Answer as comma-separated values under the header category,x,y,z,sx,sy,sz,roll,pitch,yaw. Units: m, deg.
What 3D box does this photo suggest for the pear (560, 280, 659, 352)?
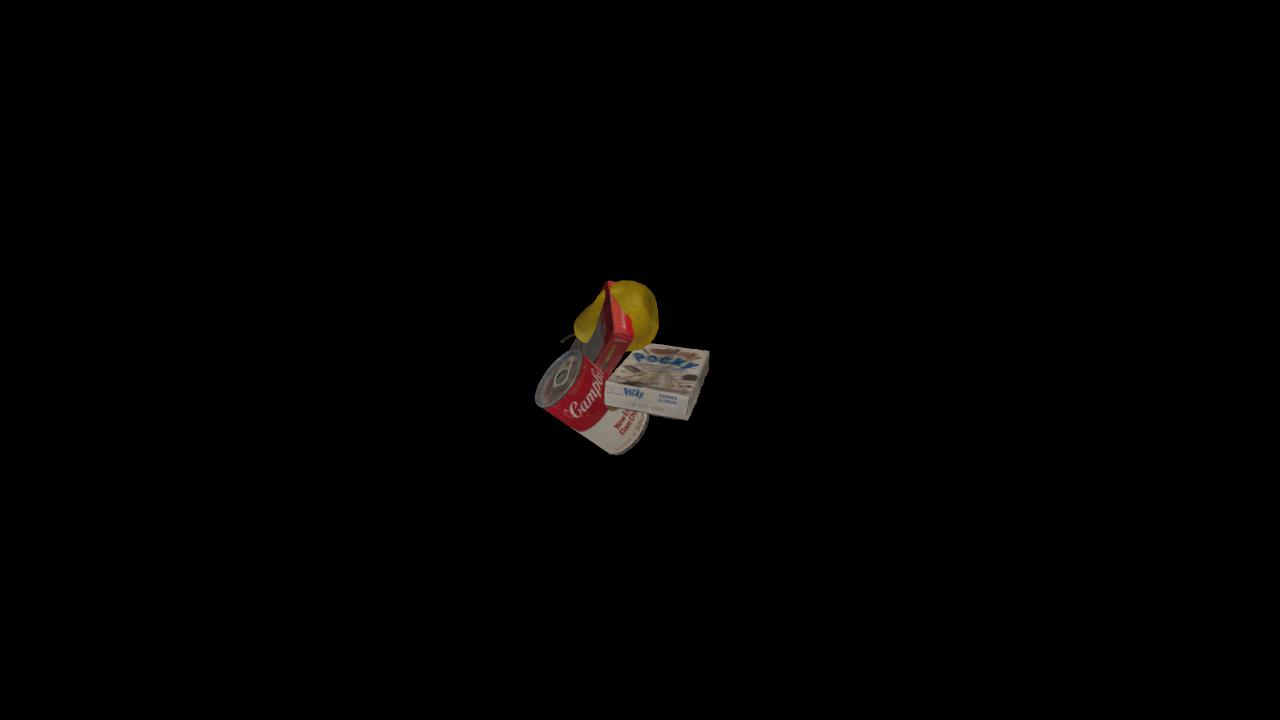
category,x,y,z,sx,sy,sz,roll,pitch,yaw
pear,-0.036,-0.045,0.686,0.111,0.080,0.080,-9,-3,16

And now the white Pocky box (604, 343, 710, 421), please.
category,x,y,z,sx,sy,sz,roll,pitch,yaw
white Pocky box,0.022,0.017,0.635,0.084,0.028,0.154,9,18,11

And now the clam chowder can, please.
category,x,y,z,sx,sy,sz,roll,pitch,yaw
clam chowder can,-0.047,0.046,0.631,0.102,0.068,0.068,40,-22,-29

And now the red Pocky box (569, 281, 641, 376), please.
category,x,y,z,sx,sy,sz,roll,pitch,yaw
red Pocky box,-0.052,-0.007,0.694,0.028,0.083,0.155,14,-45,-22
